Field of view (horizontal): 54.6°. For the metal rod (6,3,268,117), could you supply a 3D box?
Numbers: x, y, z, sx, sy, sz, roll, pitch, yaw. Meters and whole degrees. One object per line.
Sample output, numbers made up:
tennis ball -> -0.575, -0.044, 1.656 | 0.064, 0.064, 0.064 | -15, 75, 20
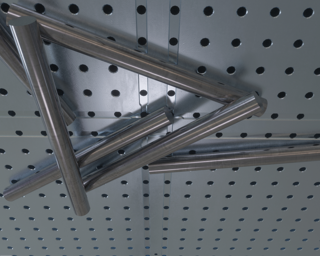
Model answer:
metal rod -> -0.012, -0.070, 0.351 | 0.302, 0.025, 0.025 | 18, 128, -15

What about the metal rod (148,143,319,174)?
metal rod -> 0.134, 0.042, 0.448 | 0.301, 0.025, 0.025 | -5, 130, 4

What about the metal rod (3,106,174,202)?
metal rod -> -0.115, 0.045, 0.448 | 0.300, 0.025, 0.025 | -26, 126, 20

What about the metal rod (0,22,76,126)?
metal rod -> -0.183, -0.113, 0.314 | 0.025, 0.025, 0.299 | -20, 128, 16

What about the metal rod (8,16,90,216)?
metal rod -> -0.125, 0.013, 0.387 | 0.025, 0.025, 0.298 | -1, 130, 1

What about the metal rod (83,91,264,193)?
metal rod -> -0.006, 0.031, 0.418 | 0.299, 0.025, 0.025 | -28, 125, 28
